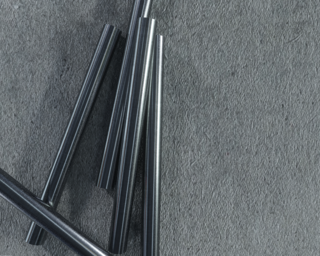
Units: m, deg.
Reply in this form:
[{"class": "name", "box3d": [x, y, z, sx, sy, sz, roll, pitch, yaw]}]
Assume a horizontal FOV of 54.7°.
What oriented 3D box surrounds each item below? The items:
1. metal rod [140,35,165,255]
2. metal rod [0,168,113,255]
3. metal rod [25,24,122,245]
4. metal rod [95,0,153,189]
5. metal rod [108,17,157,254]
[{"class": "metal rod", "box3d": [-0.010, 0.030, 0.409, 0.025, 0.025, 0.298, 1, 90, 0]}, {"class": "metal rod", "box3d": [-0.128, 0.123, 0.386, 0.300, 0.025, 0.025, 42, 90, -9]}, {"class": "metal rod", "box3d": [-0.114, 0.008, 0.408, 0.025, 0.025, 0.299, 20, 90, 0]}, {"class": "metal rod", "box3d": [-0.043, -0.069, 0.409, 0.025, 0.025, 0.298, 12, 90, 0]}, {"class": "metal rod", "box3d": [-0.036, 0.014, 0.396, 0.025, 0.025, 0.298, 8, 95, 0]}]
